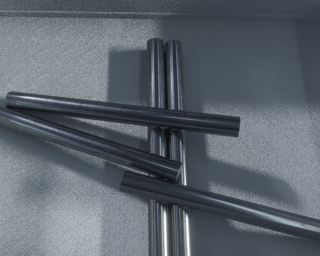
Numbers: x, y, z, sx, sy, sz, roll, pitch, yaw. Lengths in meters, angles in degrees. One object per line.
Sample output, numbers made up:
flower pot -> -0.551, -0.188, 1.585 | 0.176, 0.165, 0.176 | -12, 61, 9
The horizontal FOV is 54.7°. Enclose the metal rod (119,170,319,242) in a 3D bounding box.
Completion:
metal rod -> 0.103, 0.098, 0.355 | 0.302, 0.025, 0.025 | 15, 71, -1

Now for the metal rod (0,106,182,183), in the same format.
metal rod -> -0.120, 0.010, 0.389 | 0.301, 0.025, 0.025 | 16, 71, 11

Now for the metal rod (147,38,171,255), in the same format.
metal rod -> -0.003, 0.017, 0.400 | 0.025, 0.025, 0.299 | -1, 70, -1

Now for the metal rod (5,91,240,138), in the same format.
metal rod -> -0.053, -0.019, 0.394 | 0.301, 0.025, 0.025 | 7, 70, 9

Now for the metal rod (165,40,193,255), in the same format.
metal rod -> 0.023, 0.019, 0.400 | 0.025, 0.025, 0.299 | -1, 70, -1
